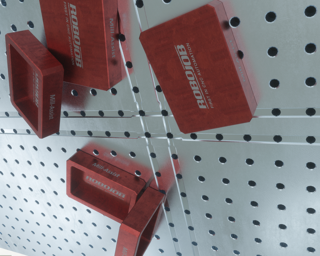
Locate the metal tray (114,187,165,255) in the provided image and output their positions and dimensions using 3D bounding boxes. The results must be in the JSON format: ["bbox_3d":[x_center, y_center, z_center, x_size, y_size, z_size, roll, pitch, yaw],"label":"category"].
[{"bbox_3d":[-0.035,0.167,0.489,0.030,0.090,0.129,23,127,14],"label":"metal tray"}]

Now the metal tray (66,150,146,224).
[{"bbox_3d":[-0.094,0.102,0.518,0.130,0.030,0.089,23,127,14],"label":"metal tray"}]

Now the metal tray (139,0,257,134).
[{"bbox_3d":[0.044,-0.062,0.346,0.090,0.030,0.129,-12,113,33],"label":"metal tray"}]

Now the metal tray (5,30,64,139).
[{"bbox_3d":[-0.177,-0.058,0.435,0.090,0.030,0.129,44,139,20],"label":"metal tray"}]

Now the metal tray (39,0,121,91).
[{"bbox_3d":[-0.098,-0.118,0.385,0.090,0.030,0.129,14,124,20],"label":"metal tray"}]
